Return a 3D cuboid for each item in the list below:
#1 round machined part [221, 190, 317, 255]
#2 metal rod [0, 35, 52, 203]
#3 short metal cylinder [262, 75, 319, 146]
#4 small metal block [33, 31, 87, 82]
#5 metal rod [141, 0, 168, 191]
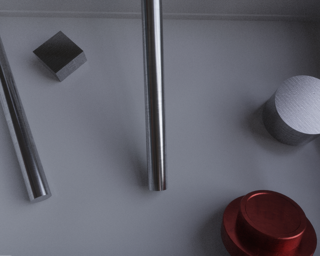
[{"bbox_3d":[0.118,0.106,0.337,0.099,0.042,0.098,1,32,-1],"label":"round machined part"},{"bbox_3d":[-0.205,-0.043,0.422,0.025,0.025,0.299,-23,72,-8],"label":"metal rod"},{"bbox_3d":[0.183,-0.022,0.407,0.081,0.050,0.080,0,70,0],"label":"short metal cylinder"},{"bbox_3d":[-0.143,-0.103,0.446,0.050,0.025,0.050,42,75,13],"label":"small metal block"},{"bbox_3d":[-0.007,-0.074,0.373,0.025,0.025,0.298,-2,94,-1],"label":"metal rod"}]
